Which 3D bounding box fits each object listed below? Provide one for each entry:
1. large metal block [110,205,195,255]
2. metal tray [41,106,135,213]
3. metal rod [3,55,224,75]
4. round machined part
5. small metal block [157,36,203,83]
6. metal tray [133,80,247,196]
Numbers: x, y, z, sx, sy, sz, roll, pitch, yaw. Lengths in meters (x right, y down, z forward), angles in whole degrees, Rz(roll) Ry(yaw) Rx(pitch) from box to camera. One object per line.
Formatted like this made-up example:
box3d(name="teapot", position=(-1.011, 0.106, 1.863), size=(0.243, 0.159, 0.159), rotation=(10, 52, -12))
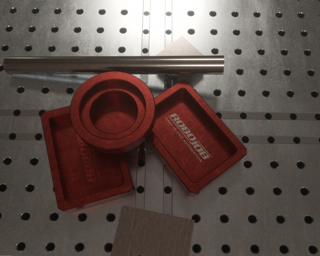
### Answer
box3d(name="large metal block", position=(-0.010, 0.137, 0.348), size=(0.080, 0.050, 0.080), rotation=(11, 70, 3))
box3d(name="metal tray", position=(-0.092, 0.032, 0.396), size=(0.091, 0.030, 0.130), rotation=(-16, 71, -6))
box3d(name="metal rod", position=(-0.066, -0.086, 0.425), size=(0.302, 0.025, 0.025), rotation=(1, 70, 6))
box3d(name="round machined part", position=(-0.054, -0.016, 0.375), size=(0.099, 0.042, 0.098), rotation=(0, 70, 0))
box3d(name="small metal block", position=(0.030, -0.097, 0.447), size=(0.050, 0.025, 0.050), rotation=(-40, 75, -14))
box3d(name="metal tray", position=(0.036, 0.011, 0.405), size=(0.090, 0.030, 0.130), rotation=(-35, 74, -12))
